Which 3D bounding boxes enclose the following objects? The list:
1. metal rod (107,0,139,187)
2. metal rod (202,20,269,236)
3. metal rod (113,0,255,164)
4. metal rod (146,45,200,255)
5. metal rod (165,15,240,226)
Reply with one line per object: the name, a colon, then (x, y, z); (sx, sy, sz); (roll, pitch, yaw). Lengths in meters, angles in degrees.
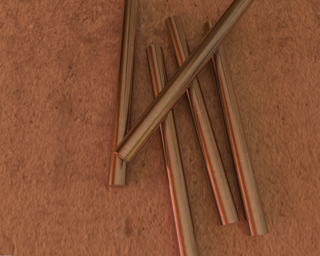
metal rod: (-0.048, -0.069, 0.432); (0.025, 0.025, 0.299); (2, 70, 0)
metal rod: (0.096, -0.014, 0.414); (0.025, 0.025, 0.299); (-7, 70, -3)
metal rod: (0.042, -0.080, 0.410); (0.025, 0.025, 0.300); (34, 73, 11)
metal rod: (0.014, 0.026, 0.398); (0.025, 0.025, 0.299); (-8, 70, -3)
metal rod: (0.051, -0.024, 0.417); (0.025, 0.025, 0.299); (-11, 70, -5)
